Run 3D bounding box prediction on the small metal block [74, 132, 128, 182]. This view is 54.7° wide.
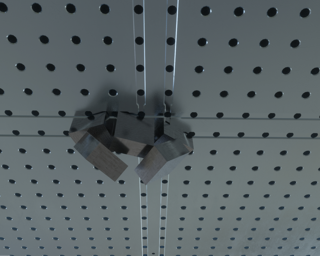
[{"bbox_3d":[-0.075,0.035,0.388,0.025,0.050,0.050,-50,122,-10],"label":"small metal block"}]

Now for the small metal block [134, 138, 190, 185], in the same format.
[{"bbox_3d":[0.003,0.042,0.396,0.050,0.025,0.050,-15,150,-51],"label":"small metal block"}]

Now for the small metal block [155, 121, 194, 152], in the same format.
[{"bbox_3d":[0.011,0.025,0.434,0.050,0.025,0.050,29,124,-23],"label":"small metal block"}]

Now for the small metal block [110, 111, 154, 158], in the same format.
[{"bbox_3d":[-0.035,0.009,0.402,0.050,0.050,0.025,14,129,-13],"label":"small metal block"}]

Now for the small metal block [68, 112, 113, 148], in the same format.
[{"bbox_3d":[-0.087,0.011,0.420,0.050,0.025,0.050,-15,129,12],"label":"small metal block"}]
